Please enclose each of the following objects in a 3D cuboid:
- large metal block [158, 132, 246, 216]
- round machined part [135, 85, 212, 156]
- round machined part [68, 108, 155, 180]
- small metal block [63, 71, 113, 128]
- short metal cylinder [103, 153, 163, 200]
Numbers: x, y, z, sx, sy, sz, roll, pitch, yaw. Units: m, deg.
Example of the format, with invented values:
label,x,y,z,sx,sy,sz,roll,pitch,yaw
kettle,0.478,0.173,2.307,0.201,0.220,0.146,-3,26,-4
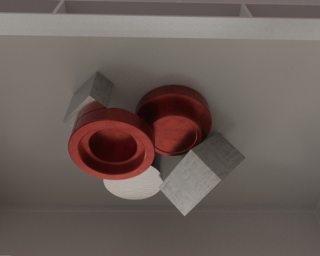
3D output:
label,x,y,z,sx,sy,sz,roll,pitch,yaw
large metal block,0.057,0.060,0.414,0.050,0.081,0.080,46,125,15
round machined part,0.017,-0.002,0.392,0.099,0.042,0.097,-1,130,0
round machined part,-0.055,0.015,0.369,0.099,0.042,0.097,-1,130,0
small metal block,-0.083,-0.030,0.363,0.025,0.050,0.050,37,121,-27
short metal cylinder,-0.036,0.057,0.438,0.081,0.050,0.079,0,130,0
